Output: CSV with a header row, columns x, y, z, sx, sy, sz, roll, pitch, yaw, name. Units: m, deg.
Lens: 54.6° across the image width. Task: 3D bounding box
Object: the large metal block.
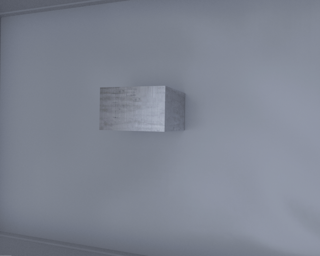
x,y,z,sx,sy,sz,roll,pitch,yaw,name
-0.019,-0.022,0.386,0.080,0.080,0.050,1,91,20,large metal block
